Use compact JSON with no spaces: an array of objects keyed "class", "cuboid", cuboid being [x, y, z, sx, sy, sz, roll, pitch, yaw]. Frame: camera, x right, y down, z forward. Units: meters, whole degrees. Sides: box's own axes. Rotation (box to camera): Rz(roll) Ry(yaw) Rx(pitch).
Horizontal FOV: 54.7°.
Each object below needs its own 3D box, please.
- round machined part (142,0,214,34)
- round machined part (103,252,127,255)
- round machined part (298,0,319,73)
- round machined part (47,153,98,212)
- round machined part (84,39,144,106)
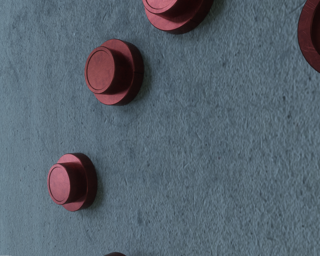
[{"class":"round machined part","cuboid":[0.016,-0.169,0.381,0.098,0.042,0.097,0,90,40]},{"class":"round machined part","cuboid":[-0.054,0.225,0.439,0.098,0.042,0.097,0,90,40]},{"class":"round machined part","cuboid":[0.170,-0.083,0.253,0.098,0.042,0.097,0,90,40]},{"class":"round machined part","cuboid":[-0.152,0.092,0.520,0.098,0.042,0.097,0,90,40]},{"class":"round machined part","cuboid":[-0.073,-0.082,0.455,0.098,0.042,0.097,0,90,40]}]
